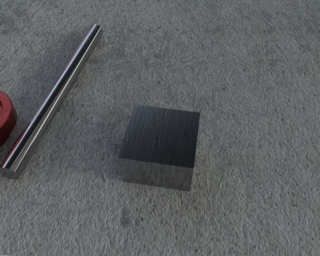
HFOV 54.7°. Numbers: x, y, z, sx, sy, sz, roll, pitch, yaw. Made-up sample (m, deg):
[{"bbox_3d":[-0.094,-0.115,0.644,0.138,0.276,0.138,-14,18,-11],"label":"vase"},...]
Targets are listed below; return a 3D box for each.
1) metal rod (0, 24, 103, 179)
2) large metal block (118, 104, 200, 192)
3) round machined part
[{"bbox_3d":[-0.143,-0.060,0.451,0.025,0.025,0.300,9,50,7],"label":"metal rod"},{"bbox_3d":[0.002,0.022,0.368,0.080,0.050,0.080,8,50,6],"label":"large metal block"},{"bbox_3d":[-0.232,-0.003,0.392,0.099,0.042,0.098,0,50,0],"label":"round machined part"}]
